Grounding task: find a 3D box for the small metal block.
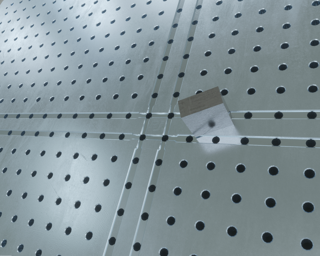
[{"bbox_3d":[0.056,-0.018,0.373,0.050,0.050,0.025,-20,55,16],"label":"small metal block"}]
